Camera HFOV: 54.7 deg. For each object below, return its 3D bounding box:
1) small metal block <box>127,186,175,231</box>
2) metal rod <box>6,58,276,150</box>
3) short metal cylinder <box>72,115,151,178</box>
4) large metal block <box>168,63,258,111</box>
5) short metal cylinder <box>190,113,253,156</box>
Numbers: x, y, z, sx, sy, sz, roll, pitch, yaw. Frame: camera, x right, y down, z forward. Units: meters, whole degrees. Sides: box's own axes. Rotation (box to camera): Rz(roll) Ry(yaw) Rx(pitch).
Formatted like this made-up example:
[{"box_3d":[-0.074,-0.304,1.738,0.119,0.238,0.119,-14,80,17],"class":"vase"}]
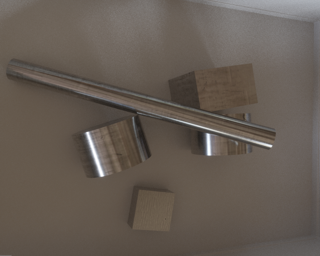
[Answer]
[{"box_3d":[-0.011,0.106,0.408,0.050,0.025,0.050,10,87,-20],"class":"small metal block"},{"box_3d":[-0.021,-0.027,0.348,0.302,0.025,0.025,15,85,1],"class":"metal rod"},{"box_3d":[-0.055,0.019,0.362,0.081,0.080,0.050,-20,97,-19],"class":"short metal cylinder"},{"box_3d":[0.067,-0.049,0.407,0.081,0.080,0.050,-11,94,-20],"class":"large metal block"},{"box_3d":[0.081,0.007,0.413,0.081,0.080,0.050,-3,91,-20],"class":"short metal cylinder"}]
